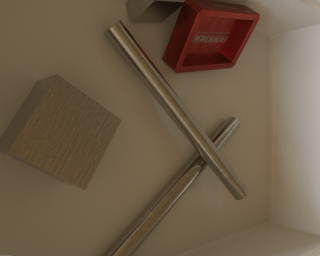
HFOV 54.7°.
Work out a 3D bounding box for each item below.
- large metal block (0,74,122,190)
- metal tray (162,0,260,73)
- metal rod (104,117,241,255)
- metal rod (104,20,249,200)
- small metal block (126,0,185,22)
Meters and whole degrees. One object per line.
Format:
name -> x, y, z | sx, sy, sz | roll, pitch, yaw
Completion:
large metal block -> -0.099, 0.005, 0.309 | 0.080, 0.050, 0.080 | 38, 67, -34
metal tray -> 0.073, -0.126, 0.433 | 0.131, 0.030, 0.089 | -13, 140, -39
metal rod -> 0.028, 0.079, 0.432 | 0.301, 0.025, 0.025 | -43, 116, -32
metal rod -> 0.033, -0.010, 0.414 | 0.300, 0.025, 0.025 | 51, 60, -21
small metal block -> -0.006, -0.155, 0.384 | 0.050, 0.050, 0.025 | -16, 87, -39
